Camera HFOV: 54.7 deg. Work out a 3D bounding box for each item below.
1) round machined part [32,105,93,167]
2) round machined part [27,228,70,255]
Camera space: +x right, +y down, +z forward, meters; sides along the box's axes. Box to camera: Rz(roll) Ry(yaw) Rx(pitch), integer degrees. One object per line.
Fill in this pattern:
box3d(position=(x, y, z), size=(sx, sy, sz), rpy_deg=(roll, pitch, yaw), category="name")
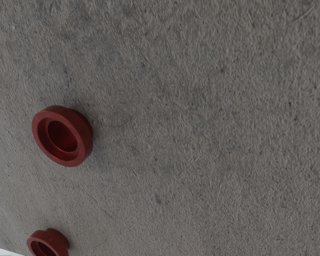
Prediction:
box3d(position=(-0.144, 0.008, 0.477), size=(0.098, 0.042, 0.097), rpy_deg=(13, 124, 21), category="round machined part")
box3d(position=(-0.241, 0.262, 0.685), size=(0.098, 0.042, 0.097), rpy_deg=(13, 124, 21), category="round machined part")
